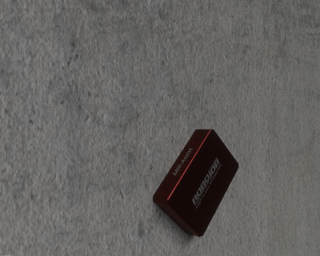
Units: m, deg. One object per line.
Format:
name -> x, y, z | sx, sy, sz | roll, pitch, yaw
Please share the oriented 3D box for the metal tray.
metal tray -> 0.057, 0.076, 0.448 | 0.090, 0.030, 0.130 | 50, 61, -28
